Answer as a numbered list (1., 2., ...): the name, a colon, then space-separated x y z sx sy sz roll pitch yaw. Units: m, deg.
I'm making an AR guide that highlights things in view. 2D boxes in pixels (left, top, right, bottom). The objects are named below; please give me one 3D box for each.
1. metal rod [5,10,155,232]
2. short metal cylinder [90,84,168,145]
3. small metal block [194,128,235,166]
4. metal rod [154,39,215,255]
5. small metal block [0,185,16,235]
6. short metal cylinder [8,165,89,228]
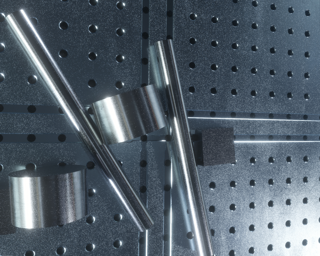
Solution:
1. metal rod: -0.091 0.000 0.378 0.025 0.025 0.299 -33 101 -17
2. short metal cylinder: -0.036 -0.017 0.370 0.081 0.080 0.050 -20 97 -19
3. small metal block: 0.077 0.026 0.441 0.050 0.025 0.050 -4 92 -20
4. metal rod: 0.034 0.031 0.425 0.025 0.025 0.298 -13 95 -20
5. small metal block: -0.188 0.092 0.344 0.050 0.025 0.050 -2 91 -20
6. short metal cylinder: -0.120 0.071 0.339 0.081 0.080 0.050 -4 92 -20
